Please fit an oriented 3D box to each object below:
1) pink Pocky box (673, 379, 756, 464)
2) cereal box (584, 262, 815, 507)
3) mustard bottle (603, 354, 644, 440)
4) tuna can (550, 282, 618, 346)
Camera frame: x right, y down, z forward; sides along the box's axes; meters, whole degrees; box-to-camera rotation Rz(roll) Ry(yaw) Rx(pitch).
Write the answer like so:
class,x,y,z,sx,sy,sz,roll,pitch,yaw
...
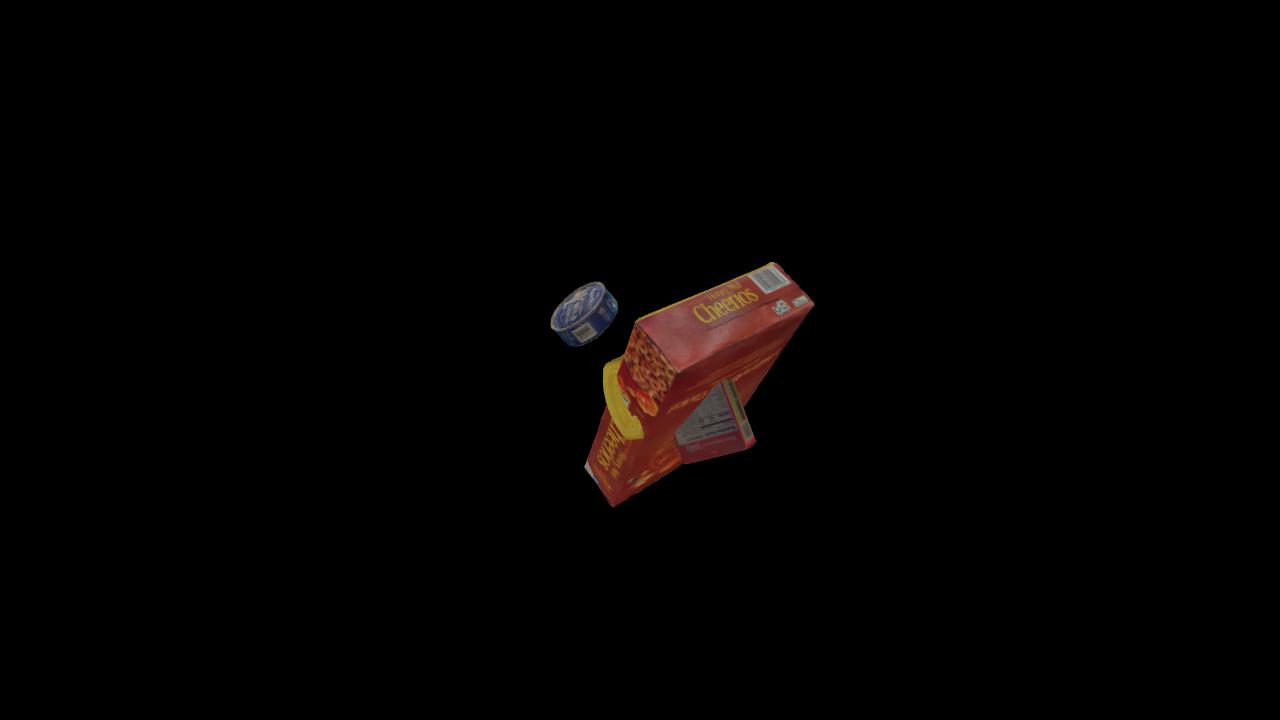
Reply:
class,x,y,z,sx,sy,sz,roll,pitch,yaw
pink Pocky box,0.059,0.030,0.666,0.084,0.155,0.029,-22,-1,37
cereal box,0.055,0.040,0.730,0.203,0.081,0.306,-25,-25,-30
mustard bottle,0.038,0.020,0.714,0.054,0.092,0.184,-19,2,43
tuna can,-0.068,-0.057,0.763,0.084,0.084,0.034,0,-41,48
